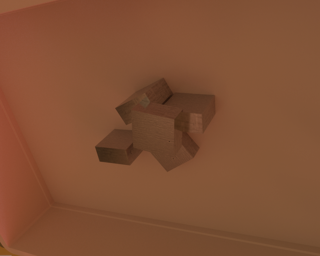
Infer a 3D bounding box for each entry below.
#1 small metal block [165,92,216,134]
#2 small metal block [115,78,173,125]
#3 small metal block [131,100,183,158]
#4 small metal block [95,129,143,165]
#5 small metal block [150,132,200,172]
[{"bbox_3d":[0.033,-0.019,0.363,0.050,0.050,0.025,7,122,24],"label":"small metal block"},{"bbox_3d":[-0.018,-0.033,0.382,0.050,0.050,0.025,-22,106,36],"label":"small metal block"},{"bbox_3d":[-0.003,0.001,0.346,0.050,0.025,0.050,13,124,20],"label":"small metal block"},{"bbox_3d":[-0.054,0.026,0.437,0.050,0.050,0.025,4,120,26],"label":"small metal block"},{"bbox_3d":[0.015,0.025,0.416,0.050,0.025,0.050,-34,99,38],"label":"small metal block"}]
